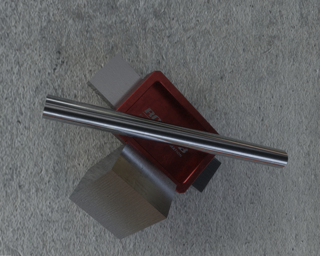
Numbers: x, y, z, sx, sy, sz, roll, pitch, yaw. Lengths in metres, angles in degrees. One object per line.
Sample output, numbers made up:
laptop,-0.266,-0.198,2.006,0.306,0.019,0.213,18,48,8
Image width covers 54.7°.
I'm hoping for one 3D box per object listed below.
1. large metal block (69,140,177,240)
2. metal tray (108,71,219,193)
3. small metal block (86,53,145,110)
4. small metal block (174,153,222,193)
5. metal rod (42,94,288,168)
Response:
large metal block,-0.042,0.074,0.357,0.080,0.080,0.050,45,34,-15
metal tray,0.007,0.006,0.384,0.130,0.030,0.090,46,76,-15
small metal block,-0.055,-0.056,0.390,0.050,0.025,0.050,47,75,-15
small metal block,0.048,0.053,0.429,0.050,0.025,0.050,40,77,-16
metal rod,0.023,0.010,0.361,0.302,0.025,0.025,13,86,-20
